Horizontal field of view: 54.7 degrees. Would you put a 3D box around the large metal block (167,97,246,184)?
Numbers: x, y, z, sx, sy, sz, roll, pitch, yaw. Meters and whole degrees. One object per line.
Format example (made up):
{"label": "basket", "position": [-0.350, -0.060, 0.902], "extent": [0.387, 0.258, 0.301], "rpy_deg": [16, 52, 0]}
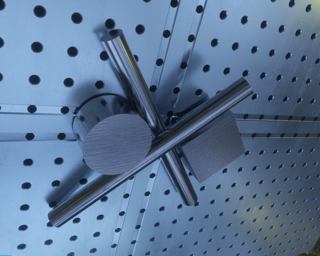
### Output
{"label": "large metal block", "position": [0.065, 0.018, 0.435], "extent": [0.080, 0.050, 0.080], "rpy_deg": [-33, 129, -7]}

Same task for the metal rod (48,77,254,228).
{"label": "metal rod", "position": [-0.016, 0.034, 0.391], "extent": [0.300, 0.025, 0.025], "rpy_deg": [-35, 130, 6]}

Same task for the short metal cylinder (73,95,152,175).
{"label": "short metal cylinder", "position": [-0.056, 0.008, 0.365], "extent": [0.081, 0.050, 0.079], "rpy_deg": [-14, 124, -21]}

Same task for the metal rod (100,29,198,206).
{"label": "metal rod", "position": [0.000, 0.010, 0.412], "extent": [0.025, 0.025, 0.299], "rpy_deg": [-32, 129, -8]}
